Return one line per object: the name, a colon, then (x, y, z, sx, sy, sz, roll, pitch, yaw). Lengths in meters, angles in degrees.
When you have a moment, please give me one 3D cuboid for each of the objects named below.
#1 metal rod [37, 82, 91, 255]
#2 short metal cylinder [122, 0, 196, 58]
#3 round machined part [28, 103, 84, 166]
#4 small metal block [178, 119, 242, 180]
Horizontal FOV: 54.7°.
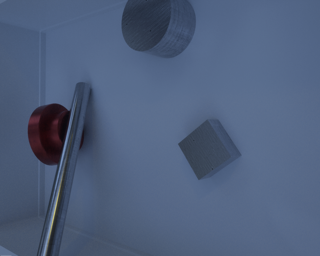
metal rod: (-0.132, 0.060, 0.433, 0.025, 0.025, 0.299, -25, 49, 37)
short metal cylinder: (-0.002, -0.132, 0.391, 0.080, 0.050, 0.079, 0, 90, 39)
round machined part: (-0.157, 0.009, 0.491, 0.042, 0.098, 0.097, -9, 84, 18)
small metal block: (0.057, 0.025, 0.359, 0.050, 0.025, 0.050, -43, 65, 31)
